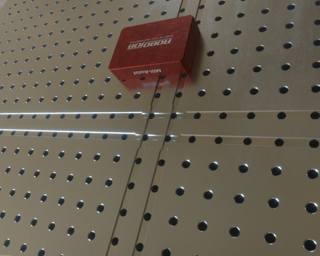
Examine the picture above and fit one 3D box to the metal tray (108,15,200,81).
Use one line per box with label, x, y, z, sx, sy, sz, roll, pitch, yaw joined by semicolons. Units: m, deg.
metal tray;-0.010;-0.124;0.488;0.130;0.030;0.090;-1;61;28
